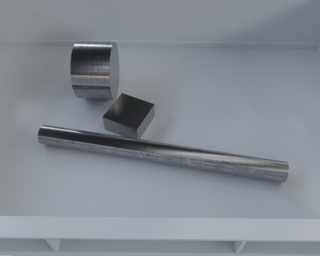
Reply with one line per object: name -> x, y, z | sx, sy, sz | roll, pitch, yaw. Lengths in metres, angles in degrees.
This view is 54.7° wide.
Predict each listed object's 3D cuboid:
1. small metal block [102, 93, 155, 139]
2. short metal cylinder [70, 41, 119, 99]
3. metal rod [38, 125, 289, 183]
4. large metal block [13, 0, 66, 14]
small metal block -> -0.041, -0.015, 0.417 | 0.050, 0.025, 0.050 | 20, 53, 16
short metal cylinder -> -0.089, -0.081, 0.436 | 0.050, 0.080, 0.080 | 2, 50, 1
metal rod -> -0.001, 0.030, 0.379 | 0.302, 0.025, 0.025 | 8, 51, 6
large metal block -> -0.239, -0.276, 0.621 | 0.080, 0.050, 0.080 | 10, 51, 8
